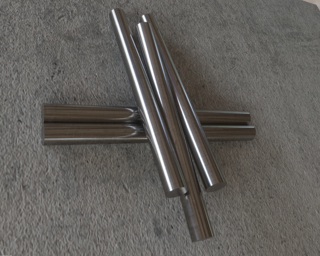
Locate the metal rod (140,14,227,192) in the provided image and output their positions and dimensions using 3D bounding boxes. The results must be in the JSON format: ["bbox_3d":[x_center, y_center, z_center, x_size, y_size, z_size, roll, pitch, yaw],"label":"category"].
[{"bbox_3d":[0.021,-0.054,0.424,0.025,0.025,0.299,0,54,-29],"label":"metal rod"}]

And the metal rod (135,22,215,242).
[{"bbox_3d":[0.011,-0.014,0.388,0.025,0.025,0.299,0,62,-29],"label":"metal rod"}]

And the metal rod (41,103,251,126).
[{"bbox_3d":[0.002,-0.015,0.418,0.303,0.025,0.025,0,62,-29],"label":"metal rod"}]

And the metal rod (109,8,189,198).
[{"bbox_3d":[-0.024,-0.053,0.399,0.025,0.025,0.299,0,54,-29],"label":"metal rod"}]

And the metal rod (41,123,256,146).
[{"bbox_3d":[0.006,0.007,0.407,0.303,0.025,0.025,0,62,-29],"label":"metal rod"}]
